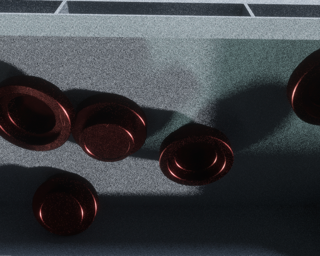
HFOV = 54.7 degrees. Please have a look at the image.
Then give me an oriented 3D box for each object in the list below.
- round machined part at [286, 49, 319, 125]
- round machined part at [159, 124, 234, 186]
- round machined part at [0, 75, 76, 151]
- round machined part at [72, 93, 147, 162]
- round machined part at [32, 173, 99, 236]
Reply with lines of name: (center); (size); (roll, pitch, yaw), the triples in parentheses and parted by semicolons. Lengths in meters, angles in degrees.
round machined part: (0.195, -0.053, 0.355); (0.099, 0.042, 0.097); (0, 130, 0)
round machined part: (0.048, 0.033, 0.426); (0.099, 0.042, 0.097); (0, 130, 0)
round machined part: (-0.151, -0.021, 0.375); (0.099, 0.042, 0.097); (2, 129, 3)
round machined part: (-0.066, 0.007, 0.403); (0.099, 0.042, 0.097); (0, 130, 0)
round machined part: (-0.147, 0.121, 0.473); (0.099, 0.042, 0.097); (0, 101, 1)
